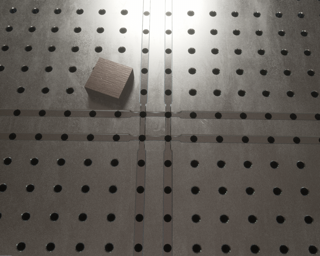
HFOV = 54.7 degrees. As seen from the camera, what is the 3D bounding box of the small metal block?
[{"bbox_3d":[-0.070,-0.065,0.435,0.050,0.025,0.050,20,71,6],"label":"small metal block"}]
